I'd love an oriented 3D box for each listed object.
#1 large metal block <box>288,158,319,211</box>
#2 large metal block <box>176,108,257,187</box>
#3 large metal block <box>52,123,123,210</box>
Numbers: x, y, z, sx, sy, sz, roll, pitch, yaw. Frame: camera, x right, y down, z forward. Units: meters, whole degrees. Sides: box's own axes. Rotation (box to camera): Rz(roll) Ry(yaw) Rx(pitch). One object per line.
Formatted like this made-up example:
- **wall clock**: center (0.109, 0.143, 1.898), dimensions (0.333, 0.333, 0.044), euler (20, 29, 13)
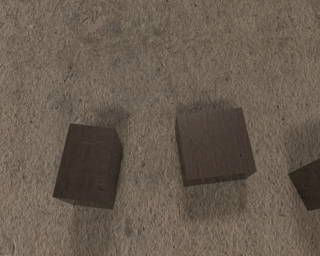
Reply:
- **large metal block**: center (0.213, 0.055, 0.362), dimensions (0.080, 0.080, 0.050), euler (-20, 72, -7)
- **large metal block**: center (0.065, 0.025, 0.387), dimensions (0.081, 0.050, 0.080), euler (-7, 70, -3)
- **large metal block**: center (-0.078, 0.048, 0.360), dimensions (0.050, 0.080, 0.080), euler (7, 70, 2)
